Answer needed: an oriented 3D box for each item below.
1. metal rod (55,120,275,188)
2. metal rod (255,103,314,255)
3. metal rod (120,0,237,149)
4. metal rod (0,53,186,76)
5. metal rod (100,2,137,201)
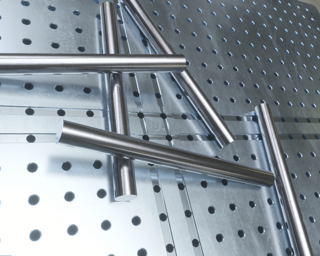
[{"bbox_3d":[0.028,0.039,0.378,0.302,0.025,0.025,15,55,-28],"label":"metal rod"},{"bbox_3d":[0.184,0.095,0.451,0.025,0.025,0.299,10,58,-24],"label":"metal rod"},{"bbox_3d":[0.022,-0.100,0.482,0.025,0.025,0.299,-24,75,-37],"label":"metal rod"},{"bbox_3d":[-0.108,-0.077,0.374,0.303,0.025,0.025,-5,64,-23],"label":"metal rod"},{"bbox_3d":[-0.059,-0.054,0.410,0.025,0.025,0.299,5,59,-26],"label":"metal rod"}]
